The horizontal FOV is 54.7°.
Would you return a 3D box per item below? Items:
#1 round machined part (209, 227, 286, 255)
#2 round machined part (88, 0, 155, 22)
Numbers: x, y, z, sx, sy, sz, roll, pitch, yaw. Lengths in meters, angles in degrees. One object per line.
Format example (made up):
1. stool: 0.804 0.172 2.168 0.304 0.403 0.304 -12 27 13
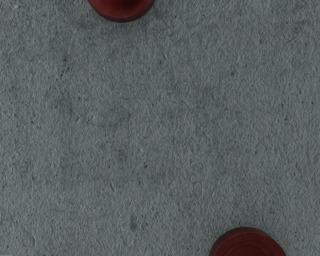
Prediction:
1. round machined part: 0.111 0.177 0.402 0.099 0.042 0.097 0 90 0
2. round machined part: -0.052 -0.192 0.401 0.099 0.042 0.097 0 90 0
